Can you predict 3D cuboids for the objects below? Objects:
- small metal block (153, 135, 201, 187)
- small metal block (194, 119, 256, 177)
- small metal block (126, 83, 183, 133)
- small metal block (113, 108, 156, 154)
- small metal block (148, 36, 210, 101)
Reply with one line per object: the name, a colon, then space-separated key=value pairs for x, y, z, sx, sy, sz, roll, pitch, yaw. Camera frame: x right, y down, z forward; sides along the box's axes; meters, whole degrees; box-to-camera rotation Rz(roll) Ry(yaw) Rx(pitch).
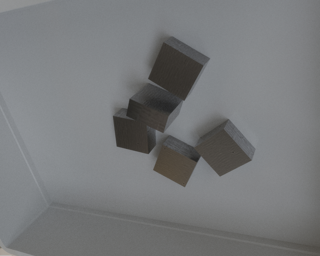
small metal block: x=0.024 y=0.045 z=0.423 sx=0.050 sy=0.025 sz=0.050 roll=27 pitch=128 yaw=10
small metal block: x=0.079 y=0.025 z=0.382 sx=0.050 sy=0.025 sz=0.050 roll=48 pitch=129 yaw=-6
small metal block: x=-0.005 y=-0.026 z=0.378 sx=0.050 sy=0.050 sz=0.025 roll=25 pitch=127 yaw=12
small metal block: x=-0.034 y=0.004 z=0.428 sx=0.050 sy=0.025 sz=0.050 roll=12 pitch=123 yaw=21
small metal block: x=0.021 y=-0.068 z=0.355 sx=0.050 sy=0.025 sz=0.050 roll=32 pitch=128 yaw=6
